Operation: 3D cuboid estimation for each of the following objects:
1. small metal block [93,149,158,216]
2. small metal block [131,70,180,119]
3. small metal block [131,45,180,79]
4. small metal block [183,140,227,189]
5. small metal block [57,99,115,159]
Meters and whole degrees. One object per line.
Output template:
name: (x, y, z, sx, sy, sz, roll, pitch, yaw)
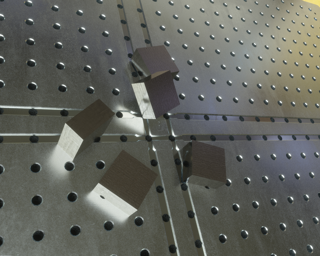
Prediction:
small metal block: (-0.038, 0.061, 0.350, 0.050, 0.025, 0.050, 36, 51, -4)
small metal block: (-0.005, -0.045, 0.418, 0.050, 0.025, 0.050, -33, 114, -38)
small metal block: (-0.007, -0.093, 0.460, 0.050, 0.025, 0.050, -18, 71, -35)
small metal block: (0.058, 0.049, 0.409, 0.050, 0.025, 0.050, 16, 55, -19)
small metal block: (-0.083, 0.001, 0.347, 0.025, 0.050, 0.050, 44, 51, 2)
